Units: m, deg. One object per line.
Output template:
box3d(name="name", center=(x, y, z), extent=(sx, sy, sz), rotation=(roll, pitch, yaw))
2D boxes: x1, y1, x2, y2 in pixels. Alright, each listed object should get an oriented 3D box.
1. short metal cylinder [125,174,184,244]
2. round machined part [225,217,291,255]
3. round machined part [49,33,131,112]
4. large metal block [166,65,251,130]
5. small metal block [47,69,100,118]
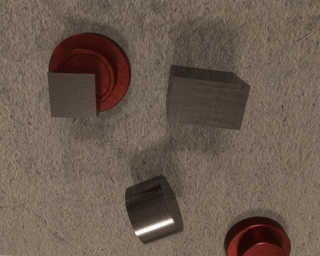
box3d(name="short metal cylinder", center=(-0.007, 0.110, 0.421), extent=(0.050, 0.080, 0.080), rotation=(-23, 109, 8))
box3d(name="round machined part", center=(0.151, 0.188, 0.473), extent=(0.099, 0.042, 0.097), rotation=(0, 110, -1))
box3d(name="round machined part", center=(-0.086, -0.064, 0.376), extent=(0.099, 0.042, 0.097), rotation=(0, 110, -1))
box3d(name="large metal block", center=(0.051, -0.039, 0.367), extent=(0.081, 0.080, 0.050), rotation=(7, 110, -3))
box3d(name="small metal block", center=(-0.096, -0.039, 0.349), extent=(0.050, 0.025, 0.050), rotation=(2, 110, -1))
